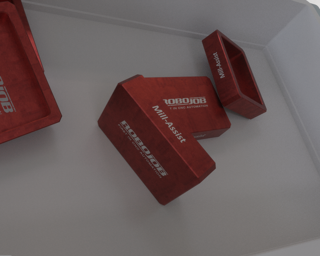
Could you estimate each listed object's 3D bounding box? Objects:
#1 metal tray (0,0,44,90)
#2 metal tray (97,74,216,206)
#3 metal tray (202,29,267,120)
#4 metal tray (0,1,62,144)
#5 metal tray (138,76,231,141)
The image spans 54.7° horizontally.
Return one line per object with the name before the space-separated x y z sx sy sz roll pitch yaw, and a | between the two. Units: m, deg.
metal tray | -0.198 -0.103 0.358 0.091 0.030 0.130 -11 68 -33
metal tray | -0.009 0.016 0.348 0.030 0.090 0.130 -34 81 -38
metal tray | 0.119 -0.085 0.497 0.091 0.030 0.130 17 52 -45
metal tray | -0.167 -0.050 0.306 0.091 0.030 0.129 -26 99 -32
metal tray | 0.027 -0.027 0.433 0.131 0.030 0.090 -7 65 -31
